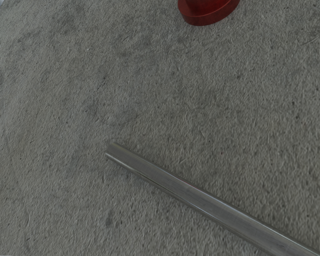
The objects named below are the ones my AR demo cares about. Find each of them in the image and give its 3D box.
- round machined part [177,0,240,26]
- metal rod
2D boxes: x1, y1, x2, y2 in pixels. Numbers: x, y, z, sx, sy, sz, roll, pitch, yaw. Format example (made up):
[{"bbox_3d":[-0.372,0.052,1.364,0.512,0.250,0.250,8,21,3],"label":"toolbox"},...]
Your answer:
[{"bbox_3d":[0.073,-0.211,0.485,0.098,0.042,0.098,-13,56,21],"label":"round machined part"},{"bbox_3d":[0.048,0.080,0.329,0.300,0.025,0.025,24,75,36],"label":"metal rod"}]
